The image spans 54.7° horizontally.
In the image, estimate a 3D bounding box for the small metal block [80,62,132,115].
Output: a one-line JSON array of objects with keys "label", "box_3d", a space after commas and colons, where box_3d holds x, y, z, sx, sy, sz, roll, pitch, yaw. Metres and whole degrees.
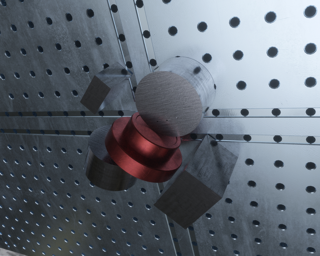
[{"label": "small metal block", "box_3d": [-0.069, -0.051, 0.398, 0.025, 0.050, 0.050, 41, 129, 0]}]

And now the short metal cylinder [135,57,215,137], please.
[{"label": "short metal cylinder", "box_3d": [0.018, -0.037, 0.361, 0.080, 0.050, 0.079, 13, 124, 20]}]

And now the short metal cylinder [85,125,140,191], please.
[{"label": "short metal cylinder", "box_3d": [-0.061, 0.040, 0.431, 0.080, 0.080, 0.050, 27, 128, 10]}]

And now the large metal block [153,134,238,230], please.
[{"label": "large metal block", "box_3d": [0.046, 0.067, 0.392, 0.050, 0.080, 0.080, 37, 129, 3]}]

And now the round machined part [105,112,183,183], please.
[{"label": "round machined part", "box_3d": [-0.014, 0.017, 0.381, 0.098, 0.098, 0.042, 35, 117, 4]}]
